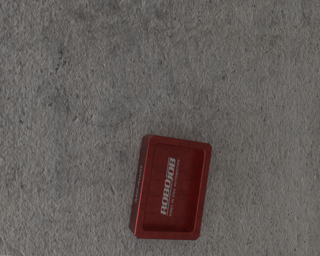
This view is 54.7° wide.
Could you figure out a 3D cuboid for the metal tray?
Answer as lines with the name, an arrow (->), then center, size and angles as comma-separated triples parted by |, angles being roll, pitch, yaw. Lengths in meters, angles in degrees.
metal tray -> 0.015, 0.078, 0.411 | 0.091, 0.030, 0.129 | 10, 87, -20
